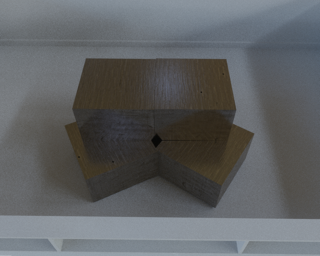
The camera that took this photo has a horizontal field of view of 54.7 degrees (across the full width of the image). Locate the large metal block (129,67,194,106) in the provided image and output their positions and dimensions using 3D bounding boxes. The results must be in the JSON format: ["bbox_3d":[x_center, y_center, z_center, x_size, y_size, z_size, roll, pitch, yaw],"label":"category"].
[{"bbox_3d":[0.003,-0.042,0.422,0.080,0.050,0.080,1,50,1],"label":"large metal block"}]

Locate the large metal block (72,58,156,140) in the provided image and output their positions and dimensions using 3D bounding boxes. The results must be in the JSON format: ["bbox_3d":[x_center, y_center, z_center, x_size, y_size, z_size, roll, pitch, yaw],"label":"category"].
[{"bbox_3d":[-0.046,-0.033,0.349,0.080,0.050,0.080,1,50,0],"label":"large metal block"}]

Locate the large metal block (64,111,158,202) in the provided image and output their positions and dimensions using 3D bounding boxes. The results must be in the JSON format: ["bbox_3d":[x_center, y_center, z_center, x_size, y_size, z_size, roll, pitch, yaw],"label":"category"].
[{"bbox_3d":[-0.056,0.027,0.364,0.081,0.050,0.080,-21,53,-17],"label":"large metal block"}]

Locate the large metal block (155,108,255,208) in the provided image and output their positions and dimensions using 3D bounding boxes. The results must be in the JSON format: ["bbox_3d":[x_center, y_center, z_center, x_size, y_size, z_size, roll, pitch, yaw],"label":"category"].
[{"bbox_3d":[0.051,0.031,0.360,0.080,0.050,0.080,27,55,21],"label":"large metal block"}]

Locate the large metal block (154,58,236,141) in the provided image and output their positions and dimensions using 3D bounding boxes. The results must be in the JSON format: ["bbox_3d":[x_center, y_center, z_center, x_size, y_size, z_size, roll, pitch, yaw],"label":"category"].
[{"bbox_3d":[0.035,-0.033,0.348,0.080,0.050,0.080,1,50,0],"label":"large metal block"}]
